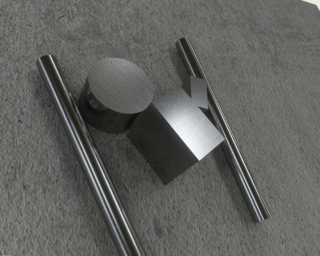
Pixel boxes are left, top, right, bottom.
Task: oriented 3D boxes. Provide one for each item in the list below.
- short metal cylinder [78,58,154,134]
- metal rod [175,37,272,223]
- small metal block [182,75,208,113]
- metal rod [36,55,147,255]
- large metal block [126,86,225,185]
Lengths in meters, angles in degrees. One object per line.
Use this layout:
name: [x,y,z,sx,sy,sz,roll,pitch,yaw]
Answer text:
short metal cylinder: [-0.055,-0.040,0.384,0.081,0.050,0.080,14,56,-21]
metal rod: [0.086,-0.010,0.458,0.025,0.025,0.299,-7,65,-32]
small metal block: [0.042,-0.037,0.435,0.025,0.050,0.050,15,56,-21]
metal rod: [-0.071,0.046,0.338,0.025,0.025,0.299,-17,71,-35]
large metal block: [0.016,0.011,0.372,0.050,0.080,0.080,-33,81,-38]
